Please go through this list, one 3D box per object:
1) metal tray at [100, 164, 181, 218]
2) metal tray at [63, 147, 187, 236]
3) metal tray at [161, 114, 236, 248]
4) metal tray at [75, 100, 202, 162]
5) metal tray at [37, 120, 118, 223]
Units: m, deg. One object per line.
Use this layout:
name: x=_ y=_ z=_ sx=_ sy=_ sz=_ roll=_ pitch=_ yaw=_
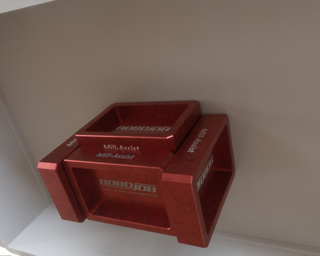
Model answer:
metal tray: x=-0.005 y=0.079 z=0.414 sx=0.130 sy=0.090 sz=0.030 roll=0 pitch=118 yaw=28
metal tray: x=-0.039 y=0.069 z=0.350 sx=0.130 sy=0.030 sz=0.089 roll=1 pitch=119 yaw=27
metal tray: x=0.050 y=0.051 z=0.343 sx=0.030 sy=0.131 sz=0.089 roll=1 pitch=119 yaw=28
metal tray: x=-0.024 y=0.000 z=0.376 sx=0.130 sy=0.090 sz=0.030 roll=1 pitch=119 yaw=28
metal tray: x=-0.093 y=0.050 z=0.419 sx=0.030 sy=0.131 sz=0.089 roll=1 pitch=119 yaw=28
